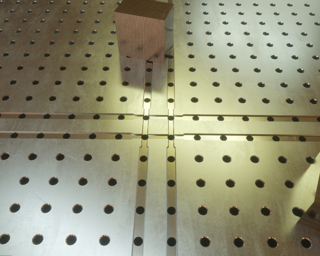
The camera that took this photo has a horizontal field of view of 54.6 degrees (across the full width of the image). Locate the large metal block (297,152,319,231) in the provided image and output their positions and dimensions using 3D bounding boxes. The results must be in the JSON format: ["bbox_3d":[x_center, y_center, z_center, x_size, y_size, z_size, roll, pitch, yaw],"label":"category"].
[{"bbox_3d":[0.203,0.074,0.331,0.080,0.050,0.080,21,53,17],"label":"large metal block"}]

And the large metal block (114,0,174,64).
[{"bbox_3d":[-0.024,-0.159,0.506,0.080,0.080,0.050,14,52,11],"label":"large metal block"}]
